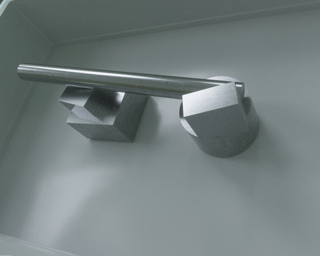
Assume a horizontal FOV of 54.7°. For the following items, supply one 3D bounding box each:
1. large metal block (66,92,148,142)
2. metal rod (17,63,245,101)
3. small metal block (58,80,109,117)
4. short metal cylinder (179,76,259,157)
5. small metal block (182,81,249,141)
[{"bbox_3d":[-0.073,-0.029,0.440,0.080,0.050,0.080,3,63,29],"label":"large metal block"},{"bbox_3d":[-0.053,-0.056,0.374,0.301,0.025,0.025,9,66,23],"label":"metal rod"},{"bbox_3d":[-0.101,-0.047,0.419,0.050,0.025,0.050,14,68,33],"label":"small metal block"},{"bbox_3d":[0.069,-0.013,0.358,0.080,0.050,0.080,-13,56,20],"label":"short metal cylinder"},{"bbox_3d":[0.055,-0.014,0.301,0.050,0.050,0.025,-14,56,20],"label":"small metal block"}]
